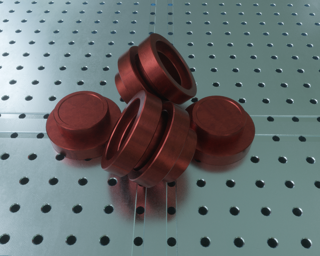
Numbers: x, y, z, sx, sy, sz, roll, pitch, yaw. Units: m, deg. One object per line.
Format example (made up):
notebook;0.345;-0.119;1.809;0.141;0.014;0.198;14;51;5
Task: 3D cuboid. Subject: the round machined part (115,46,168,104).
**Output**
round machined part;-0.023;-0.059;0.425;0.042;0.098;0.098;-32;45;26

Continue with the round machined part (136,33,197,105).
round machined part;0.003;-0.073;0.413;0.042;0.098;0.098;-32;45;26

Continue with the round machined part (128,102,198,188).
round machined part;0.006;0.023;0.353;0.042;0.098;0.098;29;48;-18

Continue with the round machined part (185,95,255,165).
round machined part;0.074;-0.004;0.401;0.099;0.042;0.098;0;50;0

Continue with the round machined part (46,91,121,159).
round machined part;-0.099;-0.011;0.405;0.099;0.042;0.098;0;50;0

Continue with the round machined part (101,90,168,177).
round machined part;-0.023;0.010;0.346;0.042;0.098;0.098;28;48;-18
